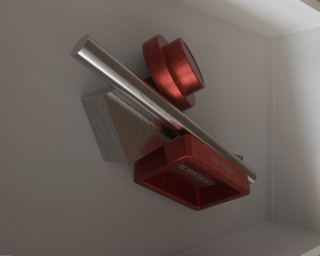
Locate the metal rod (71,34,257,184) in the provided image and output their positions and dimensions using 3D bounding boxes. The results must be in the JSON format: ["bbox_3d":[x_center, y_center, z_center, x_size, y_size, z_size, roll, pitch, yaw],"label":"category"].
[{"bbox_3d":[0.028,-0.002,0.363,0.301,0.025,0.025,36,68,-35],"label":"metal rod"}]

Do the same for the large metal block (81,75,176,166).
[{"bbox_3d":[-0.033,-0.012,0.362,0.081,0.050,0.080,-29,108,-37],"label":"large metal block"}]

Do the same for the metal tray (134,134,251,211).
[{"bbox_3d":[0.042,0.063,0.396,0.130,0.090,0.030,33,42,-36],"label":"metal tray"}]

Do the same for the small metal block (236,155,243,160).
[{"bbox_3d":[0.095,0.064,0.470,0.025,0.050,0.050,19,78,-39],"label":"small metal block"}]

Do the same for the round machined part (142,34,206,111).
[{"bbox_3d":[0.022,-0.071,0.380,0.098,0.042,0.098,54,20,-30],"label":"round machined part"}]
